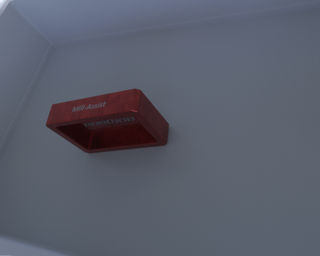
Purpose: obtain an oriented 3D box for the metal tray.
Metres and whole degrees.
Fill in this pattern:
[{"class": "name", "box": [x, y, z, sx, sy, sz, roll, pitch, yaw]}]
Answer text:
[{"class": "metal tray", "box": [-0.065, -0.004, 0.398, 0.130, 0.090, 0.030, -8, 59, 24]}]
